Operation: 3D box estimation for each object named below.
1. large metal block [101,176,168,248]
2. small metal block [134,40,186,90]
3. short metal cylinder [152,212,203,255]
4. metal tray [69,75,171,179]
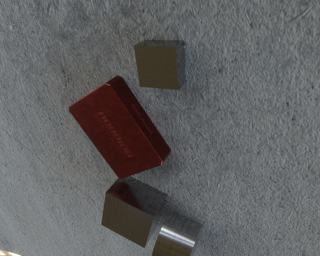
[{"bbox_3d":[-0.042,0.130,0.492,0.080,0.050,0.079,24,127,13],"label":"large metal block"},{"bbox_3d":[0.001,-0.074,0.359,0.050,0.025,0.050,8,122,24],"label":"small metal block"},{"bbox_3d":[0.027,0.172,0.462,0.050,0.080,0.079,19,126,16],"label":"short metal cylinder"},{"bbox_3d":[-0.056,0.003,0.434,0.090,0.030,0.130,-24,106,36],"label":"metal tray"}]
